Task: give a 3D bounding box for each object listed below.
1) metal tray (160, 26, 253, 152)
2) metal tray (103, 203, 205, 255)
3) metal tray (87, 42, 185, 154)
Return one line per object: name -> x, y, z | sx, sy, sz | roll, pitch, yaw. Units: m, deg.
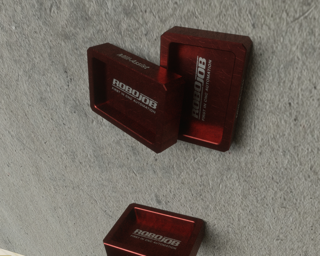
metal tray -> 0.046, -0.042, 0.352 | 0.090, 0.030, 0.129 | 15, 125, 19
metal tray -> -0.008, 0.167, 0.472 | 0.130, 0.090, 0.030 | 7, 121, 24
metal tray -> -0.034, -0.038, 0.370 | 0.130, 0.030, 0.089 | 31, 132, 32
